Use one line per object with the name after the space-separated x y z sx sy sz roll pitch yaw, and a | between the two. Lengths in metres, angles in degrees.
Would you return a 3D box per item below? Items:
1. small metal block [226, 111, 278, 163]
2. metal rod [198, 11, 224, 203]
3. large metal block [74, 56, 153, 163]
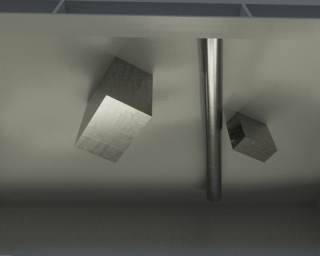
0.118 0.011 0.404 0.050 0.050 0.025 22 127 -18 | small metal block
0.070 -0.001 0.409 0.025 0.025 0.298 -6 130 4 | metal rod
-0.051 -0.021 0.354 0.050 0.080 0.080 26 125 -20 | large metal block
